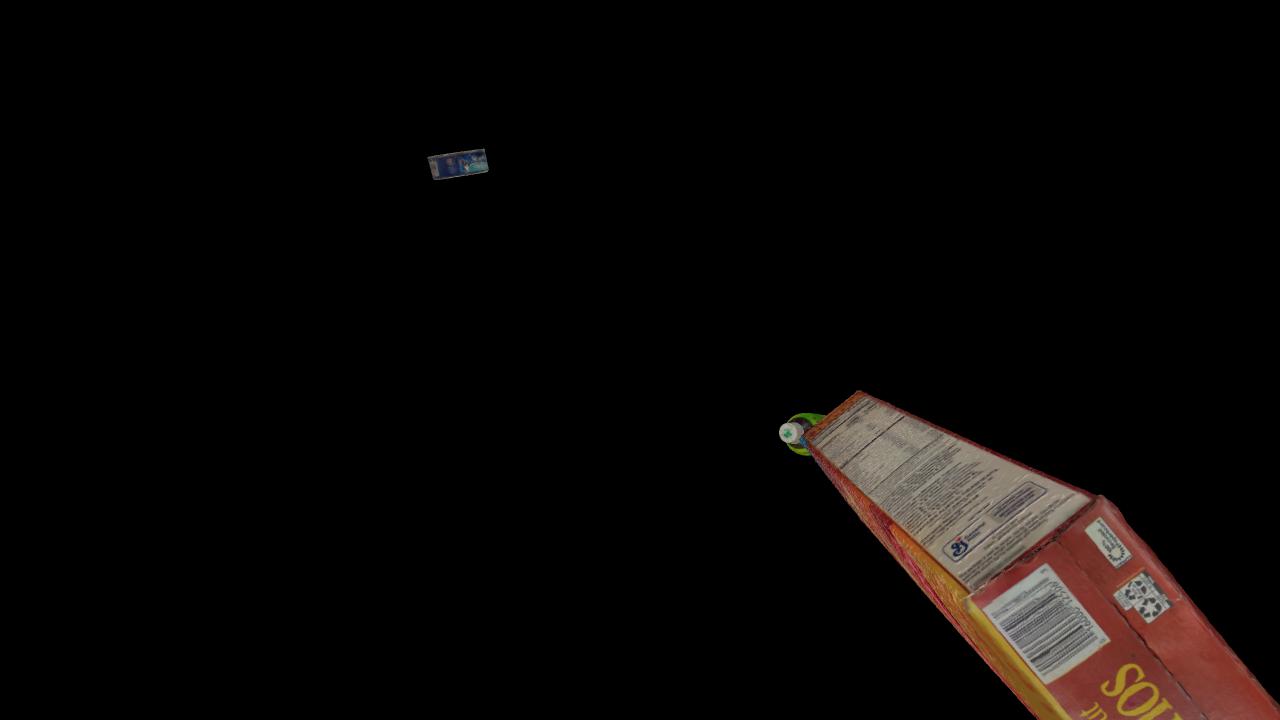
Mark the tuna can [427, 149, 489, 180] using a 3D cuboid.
[{"bbox_3d":[-0.268,-0.289,0.908,0.084,0.034,0.084,-8,19,3],"label":"tuna can"}]

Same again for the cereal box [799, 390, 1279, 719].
[{"bbox_3d":[0.223,0.135,0.393,0.081,0.203,0.306,-41,3,4],"label":"cereal box"}]

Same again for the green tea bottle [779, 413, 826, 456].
[{"bbox_3d":[0.287,0.121,1.004,0.073,0.073,0.212,0,-9,37],"label":"green tea bottle"}]
